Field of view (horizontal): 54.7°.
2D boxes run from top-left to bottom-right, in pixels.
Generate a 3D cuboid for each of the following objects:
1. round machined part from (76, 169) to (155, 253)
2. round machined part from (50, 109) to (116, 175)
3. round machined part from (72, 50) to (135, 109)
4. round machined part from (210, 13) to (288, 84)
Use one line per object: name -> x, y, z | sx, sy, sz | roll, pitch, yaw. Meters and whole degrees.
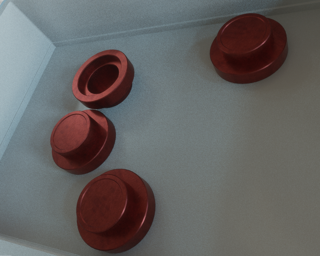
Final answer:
round machined part -> -0.059, 0.094, 0.367 | 0.098, 0.042, 0.098 | -13, 56, 20
round machined part -> -0.117, 0.014, 0.445 | 0.098, 0.042, 0.098 | -13, 56, 20
round machined part -> -0.083, -0.070, 0.479 | 0.098, 0.042, 0.098 | -13, 56, 20
round machined part -> 0.112, -0.109, 0.403 | 0.098, 0.042, 0.098 | -13, 56, 20
